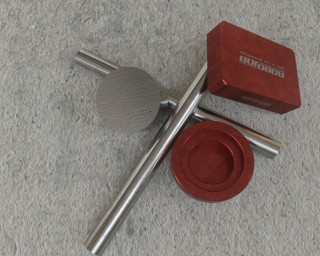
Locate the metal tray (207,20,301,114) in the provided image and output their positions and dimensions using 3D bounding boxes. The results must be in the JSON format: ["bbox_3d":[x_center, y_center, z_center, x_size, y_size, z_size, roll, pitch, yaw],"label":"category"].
[{"bbox_3d":[0.124,-0.076,0.405,0.131,0.030,0.090,12,68,-26],"label":"metal tray"}]

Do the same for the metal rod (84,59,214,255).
[{"bbox_3d":[0.004,0.018,0.384,0.025,0.025,0.300,32,79,11],"label":"metal rod"}]

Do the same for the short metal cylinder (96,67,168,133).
[{"bbox_3d":[-0.034,-0.034,0.394,0.080,0.050,0.080,0,90,11],"label":"short metal cylinder"}]

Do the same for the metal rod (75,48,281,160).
[{"bbox_3d":[0.018,-0.037,0.424,0.301,0.025,0.025,27,72,9],"label":"metal rod"}]

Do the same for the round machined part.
[{"bbox_3d":[0.062,0.044,0.385,0.099,0.042,0.098,0,70,0],"label":"round machined part"}]
